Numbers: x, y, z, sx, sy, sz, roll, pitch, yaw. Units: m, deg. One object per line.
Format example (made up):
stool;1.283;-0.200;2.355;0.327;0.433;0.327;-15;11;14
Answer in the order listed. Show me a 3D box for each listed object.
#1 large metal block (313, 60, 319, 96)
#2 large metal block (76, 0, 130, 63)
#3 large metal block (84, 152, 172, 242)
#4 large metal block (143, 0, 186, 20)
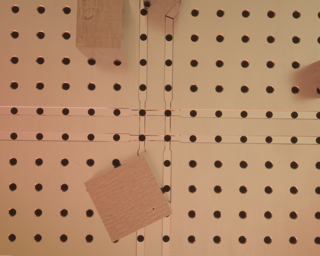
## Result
large metal block;0.257;-0.073;0.389;0.080;0.080;0.050;-11;90;0
large metal block;-0.068;-0.130;0.385;0.050;0.080;0.079;2;90;0
large metal block;-0.039;0.085;0.400;0.080;0.050;0.080;-26;90;-1
large metal block;0.016;-0.194;0.386;0.050;0.080;0.080;21;90;-1
